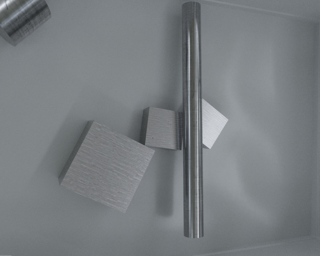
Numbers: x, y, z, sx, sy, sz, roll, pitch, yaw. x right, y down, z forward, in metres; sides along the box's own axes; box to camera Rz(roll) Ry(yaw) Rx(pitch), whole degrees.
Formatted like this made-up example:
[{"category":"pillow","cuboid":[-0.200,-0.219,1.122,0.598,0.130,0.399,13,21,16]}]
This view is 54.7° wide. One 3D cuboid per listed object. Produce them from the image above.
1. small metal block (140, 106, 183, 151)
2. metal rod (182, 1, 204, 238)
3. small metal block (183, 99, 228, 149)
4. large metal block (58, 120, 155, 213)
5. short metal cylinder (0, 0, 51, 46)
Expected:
[{"category":"small metal block","cuboid":[0.003,0.002,0.410,0.050,0.025,0.050,10,81,-20]},{"category":"metal rod","cuboid":[0.042,-0.014,0.400,0.025,0.025,0.298,1,85,-20]},{"category":"small metal block","cuboid":[0.059,-0.006,0.434,0.050,0.025,0.050,37,78,-17]},{"category":"large metal block","cuboid":[-0.065,0.044,0.374,0.080,0.050,0.080,29,81,-18]},{"category":"short metal cylinder","cuboid":[-0.162,-0.133,0.321,0.050,0.080,0.080,-47,105,-14]}]
